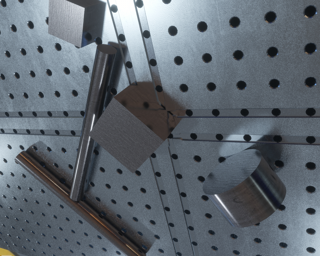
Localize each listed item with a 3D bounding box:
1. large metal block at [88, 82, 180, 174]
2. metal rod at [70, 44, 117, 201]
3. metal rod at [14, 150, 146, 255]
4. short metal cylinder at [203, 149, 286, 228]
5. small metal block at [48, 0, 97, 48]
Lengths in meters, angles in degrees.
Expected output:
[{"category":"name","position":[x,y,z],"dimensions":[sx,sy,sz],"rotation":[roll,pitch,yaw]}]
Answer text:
[{"category":"large metal block","position":[-0.036,0.001,0.413],"dimensions":[0.080,0.050,0.080],"rotation":[41,129,-1]},{"category":"metal rod","position":[-0.109,0.012,0.473],"dimensions":[0.025,0.025,0.298],"rotation":[29,128,9]},{"category":"metal rod","position":[-0.147,0.149,0.578],"dimensions":[0.300,0.025,0.025],"rotation":[41,129,-1]},{"category":"short metal cylinder","position":[0.098,0.070,0.366],"dimensions":[0.080,0.080,0.050],"rotation":[-31,102,37]},{"category":"small metal block","position":[-0.109,-0.135,0.383],"dimensions":[0.050,0.025,0.050],"rotation":[26,127,12]}]
